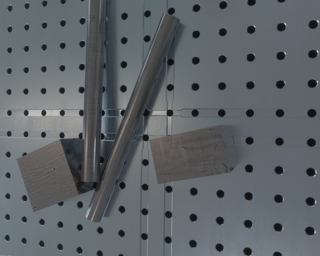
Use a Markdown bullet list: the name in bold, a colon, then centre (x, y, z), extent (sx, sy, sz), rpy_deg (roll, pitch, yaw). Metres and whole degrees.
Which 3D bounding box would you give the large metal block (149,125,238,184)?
- **large metal block**: centre (0.044, 0.029, 0.368), extent (0.080, 0.080, 0.050), rpy_deg (-13, 86, 19)

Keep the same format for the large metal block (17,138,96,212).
- **large metal block**: centre (-0.148, 0.067, 0.452), extent (0.080, 0.050, 0.080), rpy_deg (-23, 82, 18)

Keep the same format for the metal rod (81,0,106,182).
- **metal rod**: centre (-0.092, -0.076, 0.435), extent (0.025, 0.025, 0.298), rpy_deg (0, 87, 20)

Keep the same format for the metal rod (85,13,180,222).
- **metal rod**: centre (-0.040, -0.008, 0.426), extent (0.025, 0.025, 0.298), rpy_deg (24, 98, 18)
